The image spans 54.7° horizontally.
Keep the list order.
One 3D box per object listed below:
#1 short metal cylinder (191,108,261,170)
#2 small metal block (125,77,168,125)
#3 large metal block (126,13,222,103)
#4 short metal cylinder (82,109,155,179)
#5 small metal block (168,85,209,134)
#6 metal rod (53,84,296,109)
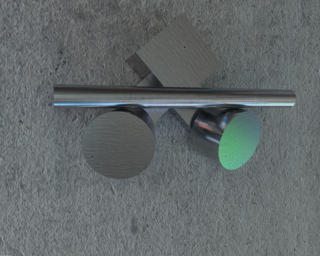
[{"bbox_3d":[0.089,0.009,0.415,0.081,0.050,0.079,-16,117,-33],"label":"short metal cylinder"},{"bbox_3d":[-0.023,-0.029,0.402,0.050,0.025,0.050,-45,104,-15],"label":"small metal block"},{"bbox_3d":[0.017,-0.085,0.401,0.080,0.050,0.080,-44,104,-15],"label":"large metal block"},{"bbox_3d":[-0.046,0.013,0.365,0.081,0.050,0.079,0,107,-1],"label":"short metal cylinder"},{"bbox_3d":[0.045,-0.027,0.427,0.050,0.025,0.050,-45,104,-14],"label":"small metal block"},{"bbox_3d":[0.033,-0.036,0.368,0.303,0.025,0.025,-2,91,-20],"label":"metal rod"}]
